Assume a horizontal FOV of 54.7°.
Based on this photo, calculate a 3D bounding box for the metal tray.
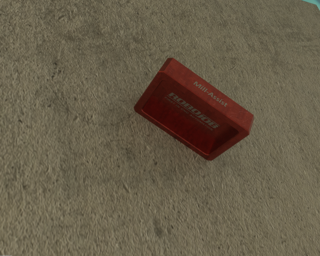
[{"bbox_3d":[0.041,-0.019,0.399,0.130,0.090,0.030,34,51,-6],"label":"metal tray"}]
